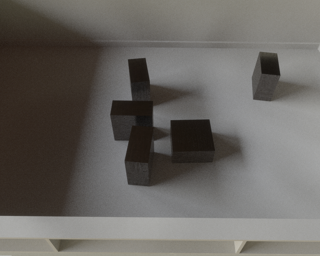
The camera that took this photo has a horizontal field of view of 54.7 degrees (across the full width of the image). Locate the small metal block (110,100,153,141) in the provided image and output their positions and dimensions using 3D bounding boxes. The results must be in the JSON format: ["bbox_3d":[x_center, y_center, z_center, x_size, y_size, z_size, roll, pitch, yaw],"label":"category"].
[{"bbox_3d":[-0.034,-0.009,0.396,0.050,0.050,0.025,1,50,0],"label":"small metal block"}]

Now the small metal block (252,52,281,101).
[{"bbox_3d":[0.154,-0.075,0.454,0.025,0.050,0.050,7,50,5],"label":"small metal block"}]

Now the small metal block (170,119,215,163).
[{"bbox_3d":[0.039,0.016,0.392,0.050,0.025,0.050,-1,50,-2],"label":"small metal block"}]

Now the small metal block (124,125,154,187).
[{"bbox_3d":[-0.022,0.033,0.361,0.025,0.050,0.050,5,50,4],"label":"small metal block"}]

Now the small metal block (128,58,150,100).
[{"bbox_3d":[-0.029,-0.064,0.442,0.025,0.050,0.050,-6,51,-6],"label":"small metal block"}]
